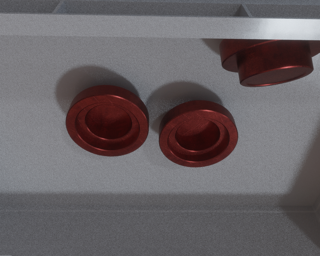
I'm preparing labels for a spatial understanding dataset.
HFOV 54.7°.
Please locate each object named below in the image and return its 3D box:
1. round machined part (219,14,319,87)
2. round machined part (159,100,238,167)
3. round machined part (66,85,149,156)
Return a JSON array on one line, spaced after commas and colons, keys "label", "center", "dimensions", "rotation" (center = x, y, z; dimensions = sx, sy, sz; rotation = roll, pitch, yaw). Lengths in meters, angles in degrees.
[{"label": "round machined part", "center": [0.111, -0.069, 0.305], "dimensions": [0.099, 0.042, 0.098], "rotation": [-6, 173, -1]}, {"label": "round machined part", "center": [0.048, 0.003, 0.401], "dimensions": [0.099, 0.042, 0.097], "rotation": [-1, 130, 0]}, {"label": "round machined part", "center": [-0.063, -0.013, 0.386], "dimensions": [0.099, 0.042, 0.097], "rotation": [-1, 130, 0]}]
